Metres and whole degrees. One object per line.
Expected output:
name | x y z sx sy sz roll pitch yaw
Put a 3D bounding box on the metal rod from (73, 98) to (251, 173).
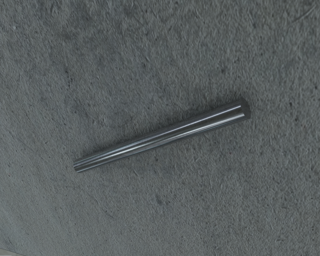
metal rod | -0.019 0.021 0.430 0.299 0.025 0.025 -20 108 35
